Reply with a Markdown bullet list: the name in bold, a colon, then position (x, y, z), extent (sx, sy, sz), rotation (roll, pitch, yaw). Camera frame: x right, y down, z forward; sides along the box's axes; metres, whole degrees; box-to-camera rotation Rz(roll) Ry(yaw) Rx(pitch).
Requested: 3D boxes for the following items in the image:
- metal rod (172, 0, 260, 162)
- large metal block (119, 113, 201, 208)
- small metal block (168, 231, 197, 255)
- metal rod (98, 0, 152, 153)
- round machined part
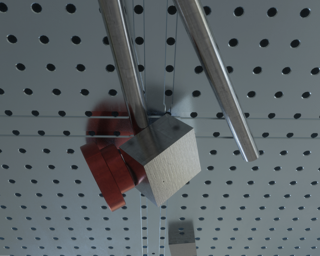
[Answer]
- **metal rod**: position (0.066, -0.063, 0.358), extent (0.025, 0.025, 0.299), rotation (-20, 128, 16)
- **large metal block**: position (0.003, 0.041, 0.404), extent (0.080, 0.050, 0.080), rotation (-36, 134, -24)
- **small metal block**: position (0.045, 0.228, 0.607), extent (0.050, 0.025, 0.050), rotation (-7, 130, 5)
- **metal rod**: position (-0.035, -0.056, 0.363), extent (0.025, 0.025, 0.298), rotation (-7, 130, 5)
- **round machined part**: position (-0.068, 0.060, 0.421), extent (0.042, 0.098, 0.097), rotation (-26, 131, -14)
